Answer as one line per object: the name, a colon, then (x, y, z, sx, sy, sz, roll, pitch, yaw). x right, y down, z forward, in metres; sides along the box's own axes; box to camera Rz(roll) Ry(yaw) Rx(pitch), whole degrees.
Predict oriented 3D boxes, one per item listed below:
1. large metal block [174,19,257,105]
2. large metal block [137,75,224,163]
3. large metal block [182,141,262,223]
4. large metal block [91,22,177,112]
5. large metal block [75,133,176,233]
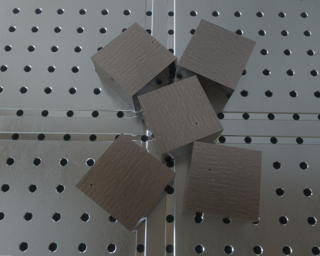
large metal block: (0.075, -0.091, 0.431, 0.080, 0.050, 0.080, 25, 72, 6)
large metal block: (0.024, -0.010, 0.402, 0.080, 0.050, 0.080, -21, 72, -8)
large metal block: (0.073, 0.067, 0.374, 0.080, 0.050, 0.080, 9, 70, 2)
large metal block: (-0.034, -0.084, 0.429, 0.080, 0.050, 0.080, -42, 75, -13)
large metal block: (-0.038, 0.067, 0.372, 0.080, 0.050, 0.080, 36, 74, 12)
